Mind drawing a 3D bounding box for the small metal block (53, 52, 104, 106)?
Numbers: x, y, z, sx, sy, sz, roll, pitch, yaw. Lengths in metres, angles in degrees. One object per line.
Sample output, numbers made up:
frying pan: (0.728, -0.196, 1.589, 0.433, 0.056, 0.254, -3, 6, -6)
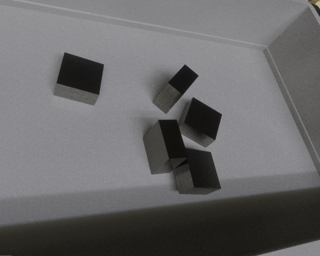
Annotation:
small metal block: (-0.101, -0.061, 0.388, 0.050, 0.025, 0.050, 15, 56, -20)

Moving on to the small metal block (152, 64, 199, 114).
small metal block: (0.022, -0.054, 0.434, 0.025, 0.050, 0.050, 40, 51, -1)

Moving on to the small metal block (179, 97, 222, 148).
small metal block: (0.056, -0.008, 0.440, 0.050, 0.025, 0.050, 30, 52, -9)

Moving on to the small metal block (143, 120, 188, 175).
small metal block: (0.005, 0.024, 0.378, 0.025, 0.050, 0.050, -1, 62, -29)

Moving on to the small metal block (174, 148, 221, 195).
small metal block: (0.045, 0.055, 0.388, 0.050, 0.025, 0.050, 12, 55, -40)
